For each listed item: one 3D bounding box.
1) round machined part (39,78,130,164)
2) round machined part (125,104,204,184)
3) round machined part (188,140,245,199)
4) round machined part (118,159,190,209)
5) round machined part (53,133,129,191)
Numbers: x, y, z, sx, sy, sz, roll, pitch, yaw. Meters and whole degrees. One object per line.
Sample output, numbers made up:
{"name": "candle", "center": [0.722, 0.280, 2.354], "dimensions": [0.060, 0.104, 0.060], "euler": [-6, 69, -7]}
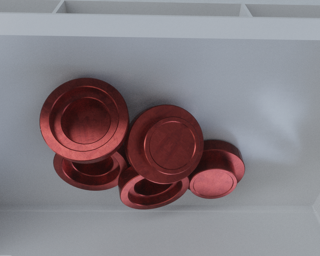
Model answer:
{"name": "round machined part", "center": [-0.085, -0.006, 0.366], "dimensions": [0.099, 0.098, 0.042], "euler": [2, 166, -2]}
{"name": "round machined part", "center": [0.009, 0.020, 0.377], "dimensions": [0.099, 0.042, 0.097], "euler": [0, 91, -17]}
{"name": "round machined part", "center": [0.075, 0.067, 0.453], "dimensions": [0.099, 0.042, 0.097], "euler": [-1, 130, 0]}
{"name": "round machined part", "center": [-0.011, 0.072, 0.442], "dimensions": [0.099, 0.042, 0.097], "euler": [-10, 137, -9]}
{"name": "round machined part", "center": [-0.092, 0.040, 0.427], "dimensions": [0.099, 0.042, 0.097], "euler": [-1, 130, 0]}
